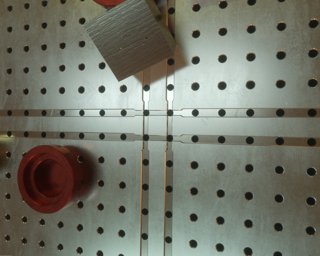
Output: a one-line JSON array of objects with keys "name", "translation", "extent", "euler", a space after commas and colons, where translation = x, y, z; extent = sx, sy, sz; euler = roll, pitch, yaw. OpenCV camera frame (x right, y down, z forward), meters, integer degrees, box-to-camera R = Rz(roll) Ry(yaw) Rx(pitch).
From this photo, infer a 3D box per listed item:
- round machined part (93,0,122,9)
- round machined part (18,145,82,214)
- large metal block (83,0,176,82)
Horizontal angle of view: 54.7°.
[{"name": "round machined part", "translation": [-0.052, -0.207, 0.422], "extent": [0.098, 0.042, 0.097], "euler": [0, 90, 20]}, {"name": "round machined part", "translation": [-0.157, 0.073, 0.459], "extent": [0.098, 0.042, 0.097], "euler": [0, 90, 19]}, {"name": "large metal block", "translation": [-0.035, -0.118, 0.393], "extent": [0.080, 0.050, 0.080], "euler": [-23, 115, 18]}]
